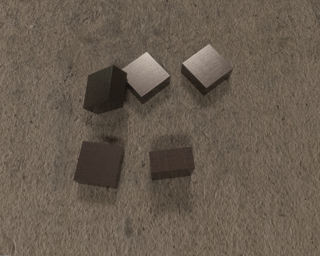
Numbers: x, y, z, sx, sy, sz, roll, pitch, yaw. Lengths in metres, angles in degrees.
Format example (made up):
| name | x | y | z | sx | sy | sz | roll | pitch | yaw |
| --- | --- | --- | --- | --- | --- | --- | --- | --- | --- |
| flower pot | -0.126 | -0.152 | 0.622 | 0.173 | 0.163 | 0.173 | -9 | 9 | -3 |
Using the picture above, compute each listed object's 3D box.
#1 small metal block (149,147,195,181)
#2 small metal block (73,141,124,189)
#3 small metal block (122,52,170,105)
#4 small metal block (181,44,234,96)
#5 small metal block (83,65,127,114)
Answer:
| name | x | y | z | sx | sy | sz | roll | pitch | yaw |
| --- | --- | --- | --- | --- | --- | --- | --- | --- | --- |
| small metal block | 0.013 | 0.045 | 0.379 | 0.050 | 0.050 | 0.025 | -6 | 70 | -3 |
| small metal block | -0.075 | 0.047 | 0.390 | 0.050 | 0.025 | 0.050 | 8 | 70 | 2 |
| small metal block | -0.022 | -0.070 | 0.433 | 0.050 | 0.025 | 0.050 | -39 | 75 | -13 |
| small metal block | 0.066 | -0.082 | 0.439 | 0.050 | 0.025 | 0.050 | -37 | 75 | -13 |
| small metal block | -0.073 | -0.050 | 0.412 | 0.050 | 0.025 | 0.050 | -12 | 65 | 37 |
